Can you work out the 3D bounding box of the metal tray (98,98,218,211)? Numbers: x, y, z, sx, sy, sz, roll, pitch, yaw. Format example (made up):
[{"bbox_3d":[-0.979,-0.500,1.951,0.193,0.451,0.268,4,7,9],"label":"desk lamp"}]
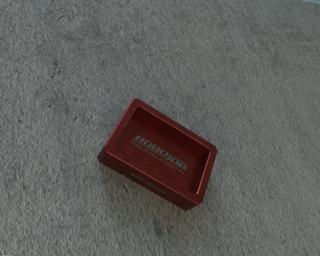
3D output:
[{"bbox_3d":[0.002,0.032,0.385,0.130,0.030,0.090,31,51,-8],"label":"metal tray"}]
